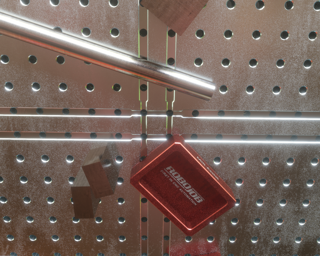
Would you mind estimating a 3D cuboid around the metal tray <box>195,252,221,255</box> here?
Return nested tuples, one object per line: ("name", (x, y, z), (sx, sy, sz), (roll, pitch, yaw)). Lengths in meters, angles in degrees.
("metal tray", (0.068, 0.272, 0.511), (0.090, 0.030, 0.129), (-13, 110, 4))

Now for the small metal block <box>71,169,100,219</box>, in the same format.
("small metal block", (-0.102, 0.090, 0.432), (0.025, 0.050, 0.050), (-1, 110, 0))

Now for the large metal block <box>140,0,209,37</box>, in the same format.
("large metal block", (0.025, -0.149, 0.329), (0.050, 0.080, 0.080), (37, 106, -13))

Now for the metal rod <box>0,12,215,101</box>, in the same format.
("metal rod", (-0.078, -0.090, 0.379), (0.302, 0.025, 0.025), (17, 109, -7))

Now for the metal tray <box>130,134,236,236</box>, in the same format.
("metal tray", (0.033, 0.084, 0.441), (0.090, 0.030, 0.130), (-40, 106, 13))

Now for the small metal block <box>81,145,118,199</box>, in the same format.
("small metal block", (-0.080, 0.059, 0.421), (0.025, 0.050, 0.050), (-16, 110, 6))
